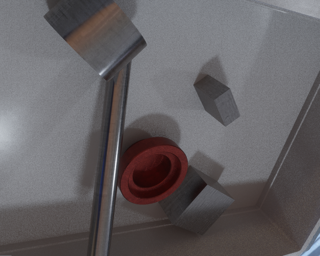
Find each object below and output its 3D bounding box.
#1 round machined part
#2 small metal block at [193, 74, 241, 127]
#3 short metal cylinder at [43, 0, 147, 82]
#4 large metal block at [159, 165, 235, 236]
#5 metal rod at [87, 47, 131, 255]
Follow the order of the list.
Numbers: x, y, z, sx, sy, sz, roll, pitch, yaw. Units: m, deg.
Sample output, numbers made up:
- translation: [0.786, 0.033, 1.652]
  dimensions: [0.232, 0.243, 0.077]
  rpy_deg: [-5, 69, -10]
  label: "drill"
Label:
- translation: [-0.015, 0.054, 0.424]
  dimensions: [0.099, 0.042, 0.097]
  rpy_deg: [-14, 125, -21]
  label: "round machined part"
- translation: [0.076, -0.037, 0.413]
  dimensions: [0.025, 0.050, 0.050]
  rpy_deg: [-36, 130, -5]
  label: "small metal block"
- translation: [-0.058, -0.089, 0.287]
  dimensions: [0.050, 0.080, 0.080]
  rpy_deg: [-44, 130, 2]
  label: "short metal cylinder"
- translation: [0.059, 0.118, 0.500]
  dimensions: [0.080, 0.050, 0.080]
  rpy_deg: [34, 99, -39]
  label: "large metal block"
- translation: [-0.060, 0.063, 0.344]
  dimensions: [0.025, 0.025, 0.298]
  rpy_deg: [5, 93, -31]
  label: "metal rod"
